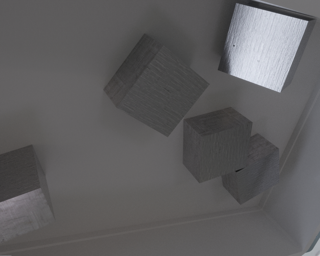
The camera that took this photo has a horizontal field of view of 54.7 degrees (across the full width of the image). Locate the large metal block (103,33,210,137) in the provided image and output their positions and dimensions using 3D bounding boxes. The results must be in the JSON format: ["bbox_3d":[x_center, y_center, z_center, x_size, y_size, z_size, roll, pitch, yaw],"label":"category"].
[{"bbox_3d":[-0.004,-0.048,0.360,0.080,0.050,0.080,31,101,-38],"label":"large metal block"}]

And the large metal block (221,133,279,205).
[{"bbox_3d":[0.149,0.068,0.515,0.080,0.050,0.080,-26,128,-12],"label":"large metal block"}]

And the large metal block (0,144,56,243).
[{"bbox_3d":[-0.164,0.071,0.327,0.081,0.080,0.050,-19,126,-17],"label":"large metal block"}]

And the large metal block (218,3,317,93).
[{"bbox_3d":[0.125,-0.098,0.369,0.050,0.080,0.079,-30,139,-50],"label":"large metal block"}]

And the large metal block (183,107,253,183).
[{"bbox_3d":[0.081,0.024,0.451,0.081,0.050,0.079,-15,125,-20],"label":"large metal block"}]
